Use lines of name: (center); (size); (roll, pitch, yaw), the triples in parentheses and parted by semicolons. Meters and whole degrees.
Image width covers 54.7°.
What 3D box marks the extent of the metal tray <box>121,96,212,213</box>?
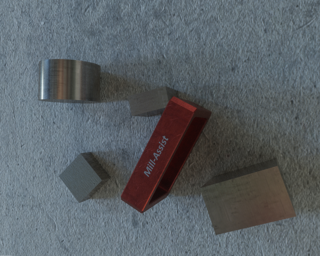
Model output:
metal tray: (0.011, 0.030, 0.370); (0.030, 0.090, 0.129); (30, 100, 17)

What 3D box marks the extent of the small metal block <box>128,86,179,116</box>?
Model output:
small metal block: (-0.006, -0.032, 0.398); (0.050, 0.050, 0.025); (-13, 86, 19)

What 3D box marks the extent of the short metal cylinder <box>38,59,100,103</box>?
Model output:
short metal cylinder: (-0.123, -0.061, 0.423); (0.080, 0.080, 0.050); (2, 91, 20)

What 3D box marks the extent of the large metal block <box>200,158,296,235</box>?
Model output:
large metal block: (0.099, 0.073, 0.345); (0.080, 0.080, 0.050); (-20, 83, 19)

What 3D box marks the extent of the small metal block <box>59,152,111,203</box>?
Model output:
small metal block: (-0.109, 0.071, 0.447); (0.050, 0.025, 0.050); (-45, 76, 14)
